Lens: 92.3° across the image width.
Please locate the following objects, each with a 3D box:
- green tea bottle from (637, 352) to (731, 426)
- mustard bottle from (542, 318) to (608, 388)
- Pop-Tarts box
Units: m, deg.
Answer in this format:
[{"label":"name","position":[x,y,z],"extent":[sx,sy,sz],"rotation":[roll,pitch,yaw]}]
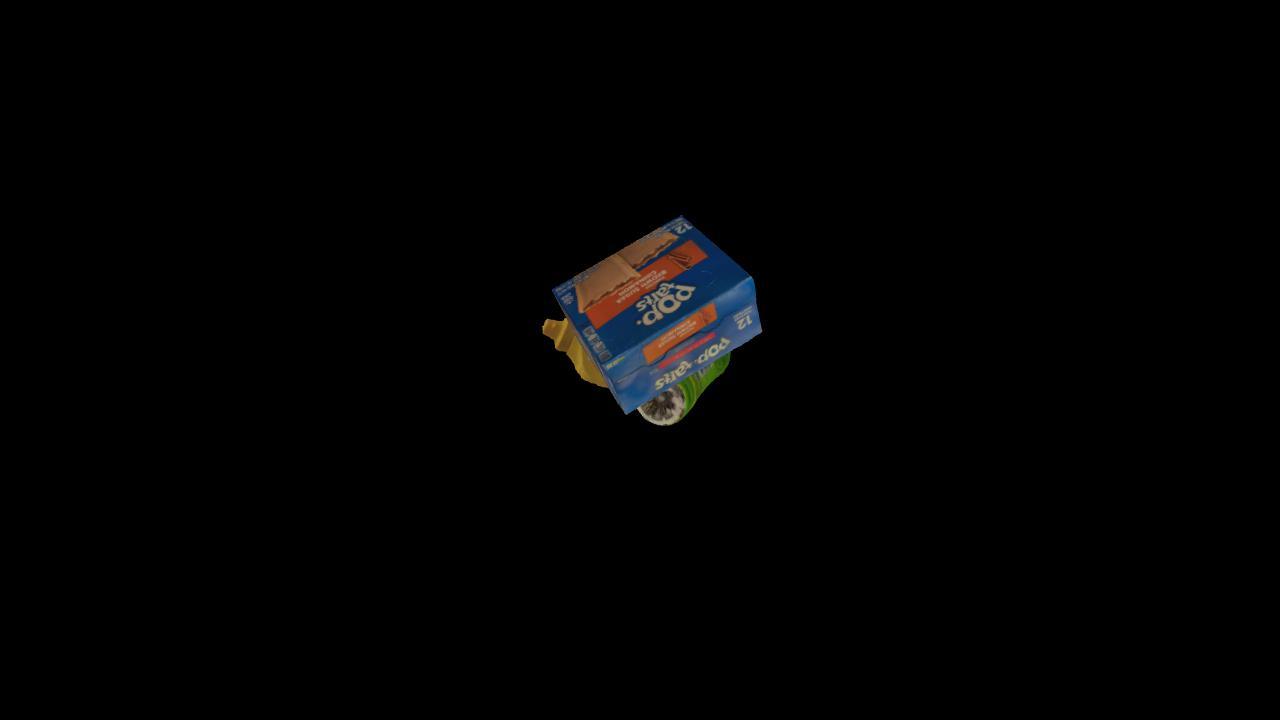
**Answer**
[{"label":"green tea bottle","position":[0.066,0.006,0.756],"extent":[0.073,0.073,0.212],"rotation":[0,21,30]},{"label":"mustard bottle","position":[-0.030,-0.008,0.739],"extent":[0.184,0.092,0.054],"rotation":[22,-14,-12]},{"label":"Pop-Tarts box","position":[0.016,-0.052,0.641],"extent":[0.167,0.083,0.141],"rotation":[-31,47,-5]}]
